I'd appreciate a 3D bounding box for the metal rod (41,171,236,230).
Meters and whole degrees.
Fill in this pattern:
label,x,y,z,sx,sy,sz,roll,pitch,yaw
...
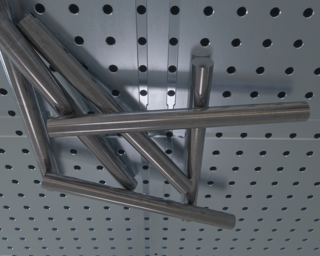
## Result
label,x,y,z,sx,sy,sz,roll,pitch,yaw
metal rod,-0.023,0.113,0.473,0.302,0.025,0.025,16,128,-13

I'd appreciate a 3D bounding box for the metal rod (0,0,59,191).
label,x,y,z,sx,sy,sz,roll,pitch,yaw
metal rod,-0.164,-0.024,0.389,0.025,0.025,0.298,0,130,-1

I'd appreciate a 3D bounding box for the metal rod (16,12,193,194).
label,x,y,z,sx,sy,sz,roll,pitch,yaw
metal rod,-0.052,-0.012,0.386,0.025,0.025,0.300,-30,120,22

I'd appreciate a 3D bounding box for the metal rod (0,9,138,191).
label,x,y,z,sx,sy,sz,roll,pitch,yaw
metal rod,-0.102,-0.007,0.388,0.025,0.025,0.299,-17,133,14

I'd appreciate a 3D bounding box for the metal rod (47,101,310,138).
label,x,y,z,sx,sy,sz,roll,pitch,yaw
metal rod,0.025,-0.011,0.365,0.302,0.025,0.025,-4,130,-4

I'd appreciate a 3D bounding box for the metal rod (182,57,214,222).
label,x,y,z,sx,sy,sz,roll,pitch,yaw
metal rod,0.049,0.040,0.445,0.025,0.025,0.298,0,130,0
